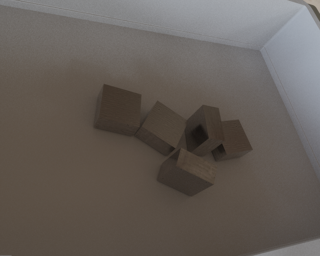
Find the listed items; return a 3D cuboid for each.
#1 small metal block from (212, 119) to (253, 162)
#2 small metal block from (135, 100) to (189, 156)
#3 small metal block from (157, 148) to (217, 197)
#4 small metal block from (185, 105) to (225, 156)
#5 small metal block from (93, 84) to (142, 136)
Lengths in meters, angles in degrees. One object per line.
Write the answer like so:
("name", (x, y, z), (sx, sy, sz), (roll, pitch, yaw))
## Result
("small metal block", (0.098, 0.017, 0.447), (0.050, 0.025, 0.050), (-6, 65, -31))
("small metal block", (0.003, 0.000, 0.405), (0.050, 0.025, 0.050), (34, 51, -7))
("small metal block", (0.032, 0.054, 0.372), (0.050, 0.050, 0.025), (27, 53, -12))
("small metal block", (0.059, 0.004, 0.418), (0.025, 0.050, 0.050), (10, 58, -24))
("small metal block", (-0.052, -0.022, 0.389), (0.050, 0.025, 0.050), (14, 56, -21))
